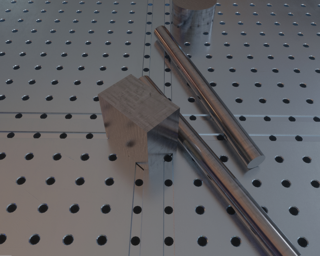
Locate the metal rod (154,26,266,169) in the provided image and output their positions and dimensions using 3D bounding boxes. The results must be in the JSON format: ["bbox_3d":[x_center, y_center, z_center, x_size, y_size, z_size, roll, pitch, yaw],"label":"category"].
[{"bbox_3d":[0.059,-0.065,0.462,0.025,0.025,0.300,-18,52,-15],"label":"metal rod"}]

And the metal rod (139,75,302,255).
[{"bbox_3d":[0.051,0.031,0.382,0.025,0.025,0.300,-24,54,-19],"label":"metal rod"}]

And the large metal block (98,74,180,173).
[{"bbox_3d":[-0.024,-0.005,0.376,0.080,0.080,0.050,37,59,26],"label":"large metal block"}]

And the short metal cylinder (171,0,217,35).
[{"bbox_3d":[0.061,-0.216,0.574,0.081,0.050,0.080,0,50,0],"label":"short metal cylinder"}]
